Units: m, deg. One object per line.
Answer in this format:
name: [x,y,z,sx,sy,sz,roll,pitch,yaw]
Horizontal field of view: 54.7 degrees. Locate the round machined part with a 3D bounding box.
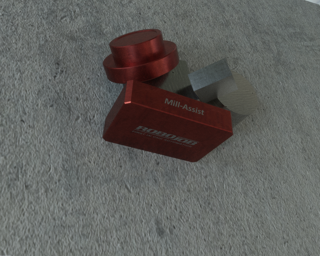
round machined part: [-0.027,-0.098,0.402,0.099,0.098,0.042,-42,131,-39]

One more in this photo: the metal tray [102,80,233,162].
metal tray: [0.008,-0.002,0.368,0.131,0.090,0.030,16,56,-20]

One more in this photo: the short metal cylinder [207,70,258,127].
short metal cylinder: [0.099,-0.042,0.469,0.081,0.050,0.080,14,56,-21]

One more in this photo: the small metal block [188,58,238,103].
small metal block: [0.070,-0.060,0.405,0.050,0.050,0.025,33,37,-64]

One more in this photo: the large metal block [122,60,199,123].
large metal block: [0.000,-0.047,0.419,0.081,0.050,0.080,-2,63,-29]
